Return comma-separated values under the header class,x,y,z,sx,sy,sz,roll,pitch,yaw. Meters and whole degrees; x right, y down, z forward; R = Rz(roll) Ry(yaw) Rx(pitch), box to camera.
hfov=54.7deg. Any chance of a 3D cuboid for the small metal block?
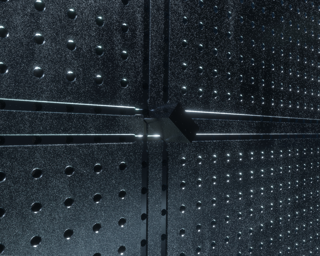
class,x,y,z,sx,sy,sz,roll,pitch,yaw
small metal block,0.015,-0.006,0.407,0.050,0.050,0.025,48,62,-30
